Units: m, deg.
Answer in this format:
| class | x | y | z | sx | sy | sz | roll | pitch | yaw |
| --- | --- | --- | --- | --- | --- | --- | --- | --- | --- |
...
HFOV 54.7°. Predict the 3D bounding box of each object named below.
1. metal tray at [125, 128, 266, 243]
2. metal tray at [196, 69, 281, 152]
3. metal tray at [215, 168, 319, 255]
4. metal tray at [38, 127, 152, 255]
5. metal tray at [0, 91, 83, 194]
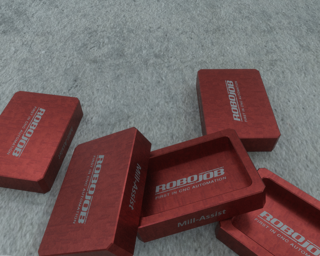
| class | x | y | z | sx | sy | sz | roll | pitch | yaw |
| --- | --- | --- | --- | --- | --- | --- | --- | --- | --- |
| metal tray | 0.031 | 0.056 | 0.326 | 0.131 | 0.030 | 0.090 | -17 | 42 | 1 |
| metal tray | 0.101 | -0.028 | 0.425 | 0.091 | 0.030 | 0.130 | 0 | 50 | -1 |
| metal tray | 0.134 | 0.109 | 0.309 | 0.130 | 0.030 | 0.090 | 33 | 57 | 24 |
| metal tray | -0.062 | 0.067 | 0.315 | 0.090 | 0.030 | 0.130 | -17 | 44 | 27 |
| metal tray | -0.161 | 0.012 | 0.388 | 0.090 | 0.030 | 0.130 | 7 | 50 | 5 |
